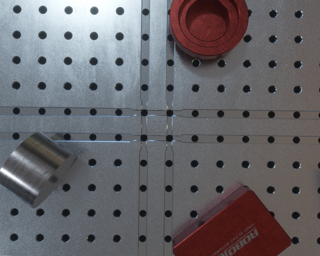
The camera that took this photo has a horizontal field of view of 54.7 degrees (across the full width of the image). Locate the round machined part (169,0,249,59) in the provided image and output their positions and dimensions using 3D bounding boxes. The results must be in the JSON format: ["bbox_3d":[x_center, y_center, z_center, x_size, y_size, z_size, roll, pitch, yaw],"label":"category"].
[{"bbox_3d":[0.061,-0.138,0.405,0.099,0.042,0.097,0,90,0],"label":"round machined part"}]

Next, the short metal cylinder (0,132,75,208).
[{"bbox_3d":[-0.151,0.051,0.385,0.050,0.080,0.080,34,90,0],"label":"short metal cylinder"}]

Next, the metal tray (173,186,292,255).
[{"bbox_3d":[0.093,0.152,0.412,0.130,0.030,0.090,-38,90,0],"label":"metal tray"}]
